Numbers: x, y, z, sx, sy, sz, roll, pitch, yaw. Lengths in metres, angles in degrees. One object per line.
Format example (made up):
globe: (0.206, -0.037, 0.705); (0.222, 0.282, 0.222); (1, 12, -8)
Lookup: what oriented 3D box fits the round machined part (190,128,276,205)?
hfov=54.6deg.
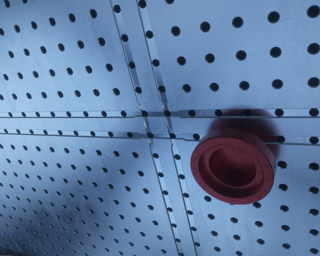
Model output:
round machined part: (0.091, 0.042, 0.379); (0.098, 0.042, 0.097); (13, 124, 21)
